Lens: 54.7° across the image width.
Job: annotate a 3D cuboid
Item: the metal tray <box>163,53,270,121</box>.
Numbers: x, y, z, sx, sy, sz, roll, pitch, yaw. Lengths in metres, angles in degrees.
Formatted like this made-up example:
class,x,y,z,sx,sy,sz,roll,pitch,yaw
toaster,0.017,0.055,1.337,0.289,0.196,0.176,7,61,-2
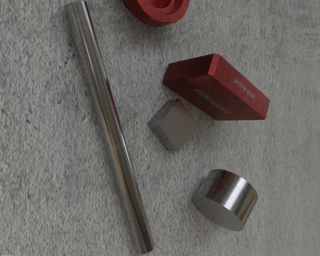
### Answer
class,x,y,z,sx,sy,sz,roll,pitch,yaw
metal tray,0.080,-0.050,0.431,0.131,0.090,0.030,29,72,-37

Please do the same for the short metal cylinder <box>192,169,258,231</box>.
class,x,y,z,sx,sy,sz,roll,pitch,yaw
short metal cylinder,0.095,0.105,0.451,0.050,0.080,0.080,-52,121,-27

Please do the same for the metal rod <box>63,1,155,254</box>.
class,x,y,z,sx,sy,sz,roll,pitch,yaw
metal rod,-0.055,0.010,0.360,0.025,0.025,0.298,-24,105,-38

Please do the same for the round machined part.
class,x,y,z,sx,sy,sz,roll,pitch,yaw
round machined part,-0.011,-0.175,0.386,0.099,0.042,0.097,0,90,-40

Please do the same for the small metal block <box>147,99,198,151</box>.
class,x,y,z,sx,sy,sz,roll,pitch,yaw
small metal block,0.018,-0.004,0.422,0.050,0.025,0.050,-50,120,-29
